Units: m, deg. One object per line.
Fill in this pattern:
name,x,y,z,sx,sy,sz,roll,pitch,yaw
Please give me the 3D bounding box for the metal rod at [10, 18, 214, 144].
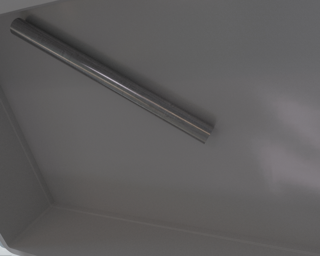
metal rod,-0.068,-0.065,0.404,0.301,0.025,0.025,30,128,8
